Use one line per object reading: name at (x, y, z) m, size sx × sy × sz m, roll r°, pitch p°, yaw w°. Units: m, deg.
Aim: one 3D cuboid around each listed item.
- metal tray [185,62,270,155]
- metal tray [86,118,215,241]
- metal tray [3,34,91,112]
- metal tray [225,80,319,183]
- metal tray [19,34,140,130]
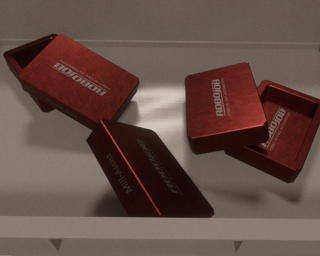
metal tray at (0.081, -0.030, 0.400) m, size 0.090 × 0.030 × 0.130 m, roll -11°, pitch 41°, yaw 13°
metal tray at (-0.011, 0.049, 0.325) m, size 0.091 × 0.030 × 0.130 m, roll 14°, pitch 31°, yaw -50°
metal tray at (-0.168, -0.089, 0.474) m, size 0.091 × 0.030 × 0.130 m, roll -32°, pitch 57°, yaw -24°
metal tray at (0.152, -0.002, 0.405) m, size 0.090 × 0.030 × 0.130 m, roll 26°, pitch 54°, yaw 20°
metal tray at (-0.106, -0.060, 0.418) m, size 0.130 × 0.030 × 0.090 m, roll 30°, pitch 62°, yaw 1°
